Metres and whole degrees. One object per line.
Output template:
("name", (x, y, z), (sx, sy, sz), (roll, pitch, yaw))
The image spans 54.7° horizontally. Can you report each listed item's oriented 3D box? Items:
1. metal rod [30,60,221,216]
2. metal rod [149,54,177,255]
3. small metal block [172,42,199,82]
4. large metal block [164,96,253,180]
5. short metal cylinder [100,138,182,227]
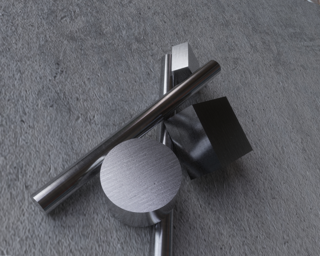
("metal rod", (-0.019, -0.007, 0.377), (0.025, 0.025, 0.302), (47, 58, 5))
("metal rod", (0.007, 0.022, 0.395), (0.025, 0.025, 0.300), (16, 55, -19))
("small metal block", (0.040, -0.092, 0.466), (0.050, 0.025, 0.050), (49, 35, -49))
("large metal block", (0.063, 0.011, 0.398), (0.081, 0.050, 0.080), (-17, 80, -48))
("short metal cylinder", (-0.020, 0.057, 0.327), (0.081, 0.050, 0.080), (2, 57, -3))
